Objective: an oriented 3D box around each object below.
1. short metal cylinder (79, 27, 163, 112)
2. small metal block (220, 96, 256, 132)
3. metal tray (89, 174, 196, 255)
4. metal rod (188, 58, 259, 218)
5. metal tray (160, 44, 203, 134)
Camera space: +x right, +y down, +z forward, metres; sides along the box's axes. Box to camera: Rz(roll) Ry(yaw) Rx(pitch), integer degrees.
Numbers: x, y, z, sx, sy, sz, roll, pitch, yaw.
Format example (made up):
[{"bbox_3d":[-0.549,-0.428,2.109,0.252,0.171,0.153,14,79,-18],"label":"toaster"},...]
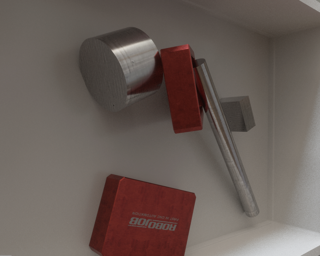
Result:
[{"bbox_3d":[-0.043,-0.064,0.336,0.050,0.080,0.080,-31,109,-36],"label":"short metal cylinder"},{"bbox_3d":[0.118,-0.022,0.492,0.025,0.050,0.050,-29,109,-36],"label":"small metal block"},{"bbox_3d":[-0.016,0.115,0.393,0.131,0.030,0.090,21,77,-38],"label":"metal tray"},{"bbox_3d":[0.105,0.032,0.473,0.025,0.025,0.299,-46,125,-30],"label":"metal rod"},{"bbox_3d":[0.031,-0.050,0.381,0.130,0.030,0.089,-51,131,-77],"label":"metal tray"}]
